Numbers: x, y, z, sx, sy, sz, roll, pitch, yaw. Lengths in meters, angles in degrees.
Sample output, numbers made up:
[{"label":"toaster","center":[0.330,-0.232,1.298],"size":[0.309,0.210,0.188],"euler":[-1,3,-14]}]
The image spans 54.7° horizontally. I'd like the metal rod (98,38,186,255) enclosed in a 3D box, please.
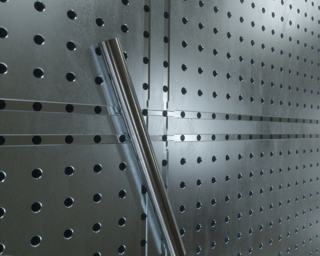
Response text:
[{"label":"metal rod","center":[-0.018,0.037,0.395],"size":[0.025,0.025,0.298],"euler":[-28,108,-37]}]
